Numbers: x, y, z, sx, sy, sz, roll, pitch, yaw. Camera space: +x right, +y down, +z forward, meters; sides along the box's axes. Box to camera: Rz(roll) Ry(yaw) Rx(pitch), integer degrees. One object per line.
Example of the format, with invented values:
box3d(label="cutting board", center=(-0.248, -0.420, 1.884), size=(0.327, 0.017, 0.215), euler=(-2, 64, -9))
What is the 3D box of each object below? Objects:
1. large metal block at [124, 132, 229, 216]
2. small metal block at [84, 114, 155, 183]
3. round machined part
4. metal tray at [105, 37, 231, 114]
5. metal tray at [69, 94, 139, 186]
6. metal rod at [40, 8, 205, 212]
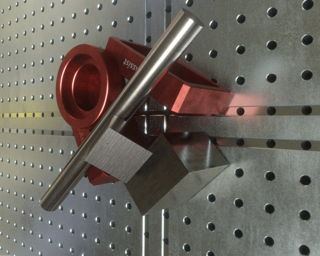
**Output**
box3d(label="large metal block", center=(0.017, 0.049, 0.353), size=(0.080, 0.081, 0.050), euler=(-49, 62, 29))
box3d(label="small metal block", center=(-0.041, 0.022, 0.318), size=(0.050, 0.050, 0.025), euler=(-50, 16, 28))
box3d(label="round machined part", center=(-0.079, -0.048, 0.371), size=(0.098, 0.042, 0.097), euler=(0, 90, 39))
box3d(label="metal tray", center=(0.006, -0.061, 0.359), size=(0.130, 0.091, 0.030), euler=(38, 114, 33))
box3d(label="metal tray", center=(-0.070, 0.007, 0.422), size=(0.030, 0.091, 0.130), euler=(-36, 68, 34))
box3d(label="metal rod", center=(-0.059, 0.002, 0.338), size=(0.299, 0.025, 0.025), euler=(-48, 62, 29))
